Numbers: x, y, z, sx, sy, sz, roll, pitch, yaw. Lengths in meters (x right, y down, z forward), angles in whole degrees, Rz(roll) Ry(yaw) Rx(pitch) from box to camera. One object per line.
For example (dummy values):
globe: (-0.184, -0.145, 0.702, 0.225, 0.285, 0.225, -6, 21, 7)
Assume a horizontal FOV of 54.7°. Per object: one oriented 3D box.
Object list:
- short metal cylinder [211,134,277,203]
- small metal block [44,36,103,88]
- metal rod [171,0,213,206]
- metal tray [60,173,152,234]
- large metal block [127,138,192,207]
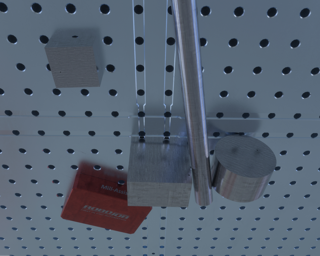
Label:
short metal cylinder: (0.111, 0.054, 0.423, 0.081, 0.080, 0.050, 3, 130, -3)
small metal block: (-0.095, -0.073, 0.348, 0.050, 0.025, 0.050, -2, 130, 1)
metal rod: (0.040, -0.026, 0.358, 0.025, 0.025, 0.298, -7, 121, 5)
metal tray: (-0.089, 0.130, 0.518, 0.131, 0.030, 0.089, 19, 128, -16)
large metal block: (-0.002, 0.060, 0.427, 0.081, 0.080, 0.050, 2, 130, -2)
